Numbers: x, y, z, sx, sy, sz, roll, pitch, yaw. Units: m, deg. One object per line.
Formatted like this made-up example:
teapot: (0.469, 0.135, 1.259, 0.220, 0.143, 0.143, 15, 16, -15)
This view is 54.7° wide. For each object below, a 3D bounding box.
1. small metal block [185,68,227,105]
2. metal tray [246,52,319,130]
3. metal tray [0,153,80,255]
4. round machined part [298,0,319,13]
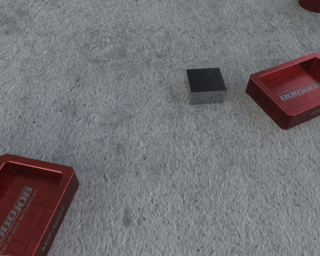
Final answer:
small metal block: (0.066, -0.062, 0.455, 0.050, 0.025, 0.050, -4, 50, -3)
metal tray: (0.205, -0.057, 0.449, 0.131, 0.030, 0.090, -20, 53, -17)
metal tray: (-0.152, 0.093, 0.319, 0.090, 0.030, 0.130, 10, 51, 8)
round machined part: (0.318, -0.266, 0.618, 0.099, 0.042, 0.098, 0, 50, 0)
